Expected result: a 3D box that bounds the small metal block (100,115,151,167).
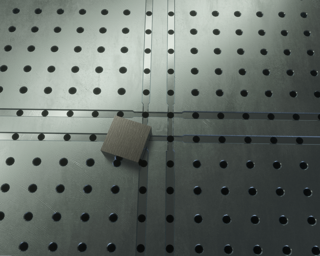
[{"bbox_3d":[-0.043,0.017,0.405,0.050,0.025,0.050,17,71,6],"label":"small metal block"}]
